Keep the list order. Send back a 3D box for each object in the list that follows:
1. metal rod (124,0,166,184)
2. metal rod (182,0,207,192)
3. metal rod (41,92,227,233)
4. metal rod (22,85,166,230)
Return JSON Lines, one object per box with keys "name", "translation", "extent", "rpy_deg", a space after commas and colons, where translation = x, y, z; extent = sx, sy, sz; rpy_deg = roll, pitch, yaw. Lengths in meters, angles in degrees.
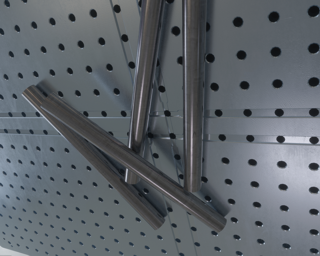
{"name": "metal rod", "translation": [-0.023, -0.042, 0.397], "extent": [0.025, 0.025, 0.298], "rpy_deg": [21, 127, 16]}
{"name": "metal rod", "translation": [0.039, -0.046, 0.362], "extent": [0.025, 0.025, 0.298], "rpy_deg": [11, 123, 22]}
{"name": "metal rod", "translation": [-0.030, 0.052, 0.429], "extent": [0.301, 0.025, 0.025], "rpy_deg": [37, 130, -9]}
{"name": "metal rod", "translation": [-0.103, 0.049, 0.496], "extent": [0.300, 0.025, 0.025], "rpy_deg": [47, 129, -5]}
